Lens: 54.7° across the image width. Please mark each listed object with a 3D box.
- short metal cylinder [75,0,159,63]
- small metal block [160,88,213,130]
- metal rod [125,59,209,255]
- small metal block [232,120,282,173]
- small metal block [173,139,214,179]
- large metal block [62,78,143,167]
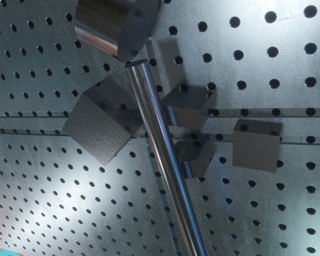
[{"bbox_3d":[-0.043,-0.116,0.325,0.050,0.080,0.079,29,128,9],"label":"short metal cylinder"},{"bbox_3d":[0.031,-0.024,0.363,0.050,0.050,0.025,9,122,23],"label":"small metal block"},{"bbox_3d":[0.018,0.064,0.375,0.025,0.025,0.298,-4,117,29],"label":"metal rod"},{"bbox_3d":[0.114,0.021,0.364,0.050,0.025,0.050,7,122,24],"label":"small metal block"},{"bbox_3d":[0.036,0.041,0.400,0.050,0.050,0.025,-12,112,33],"label":"small metal block"},{"bbox_3d":[-0.077,-0.007,0.429,0.080,0.050,0.080,41,129,-1],"label":"large metal block"}]
